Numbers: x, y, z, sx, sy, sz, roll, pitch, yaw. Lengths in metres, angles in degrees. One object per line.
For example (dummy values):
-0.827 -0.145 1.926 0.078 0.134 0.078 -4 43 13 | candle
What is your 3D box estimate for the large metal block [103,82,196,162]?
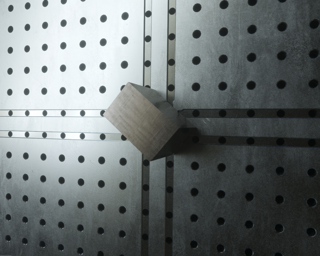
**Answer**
-0.010 -0.008 0.387 0.080 0.080 0.050 43 104 14 | large metal block
